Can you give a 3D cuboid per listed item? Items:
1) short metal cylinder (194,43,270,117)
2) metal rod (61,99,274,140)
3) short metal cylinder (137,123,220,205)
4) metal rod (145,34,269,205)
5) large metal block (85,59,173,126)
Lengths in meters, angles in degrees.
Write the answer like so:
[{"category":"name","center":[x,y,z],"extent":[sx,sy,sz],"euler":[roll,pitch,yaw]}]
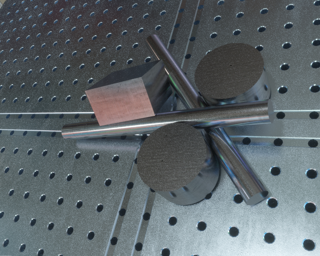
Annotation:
[{"category":"short metal cylinder","center":[0.088,-0.055,0.376],"extent":[0.080,0.050,0.080],"euler":[-13,56,21]},{"category":"metal rod","center":[-0.014,-0.006,0.393],"extent":[0.300,0.025,0.025],"euler":[-5,59,32]},{"category":"short metal cylinder","center":[0.021,0.041,0.351],"extent":[0.080,0.050,0.080],"euler":[-13,56,21]},{"category":"metal rod","center":[0.043,-0.034,0.402],"extent":[0.025,0.025,0.300],"euler":[-33,51,7]},{"category":"large metal block","center":[-0.038,-0.048,0.414],"extent":[0.080,0.050,0.080],"euler":[-10,23,23]}]
